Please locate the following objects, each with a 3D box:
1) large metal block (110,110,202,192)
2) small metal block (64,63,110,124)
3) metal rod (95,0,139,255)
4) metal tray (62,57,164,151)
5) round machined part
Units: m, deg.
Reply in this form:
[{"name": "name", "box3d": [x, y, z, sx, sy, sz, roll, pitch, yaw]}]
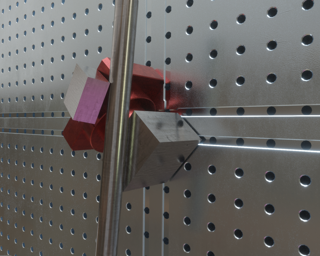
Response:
[{"name": "large metal block", "box3d": [-0.010, 0.027, 0.376, 0.050, 0.081, 0.080, 50, 119, 28]}, {"name": "small metal block", "box3d": [-0.084, -0.039, 0.349, 0.050, 0.025, 0.050, 45, 117, 51]}, {"name": "metal rod", "box3d": [-0.049, 0.011, 0.343, 0.025, 0.025, 0.298, 9, 96, 39]}, {"name": "metal tray", "box3d": [-0.063, -0.027, 0.416, 0.030, 0.091, 0.129, 51, 119, 28]}, {"name": "round machined part", "box3d": [-0.045, -0.001, 0.402, 0.042, 0.099, 0.097, 50, 119, 28]}]
